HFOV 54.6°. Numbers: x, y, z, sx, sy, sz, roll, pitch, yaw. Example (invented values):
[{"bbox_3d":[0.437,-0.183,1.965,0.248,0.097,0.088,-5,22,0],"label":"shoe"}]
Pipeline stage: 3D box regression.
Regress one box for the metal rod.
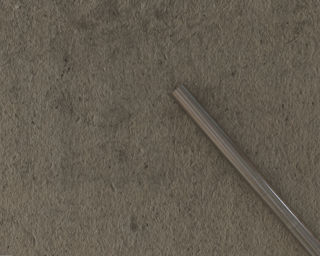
[{"bbox_3d":[0.121,0.062,0.410,0.025,0.025,0.300,-41,90,0],"label":"metal rod"}]
